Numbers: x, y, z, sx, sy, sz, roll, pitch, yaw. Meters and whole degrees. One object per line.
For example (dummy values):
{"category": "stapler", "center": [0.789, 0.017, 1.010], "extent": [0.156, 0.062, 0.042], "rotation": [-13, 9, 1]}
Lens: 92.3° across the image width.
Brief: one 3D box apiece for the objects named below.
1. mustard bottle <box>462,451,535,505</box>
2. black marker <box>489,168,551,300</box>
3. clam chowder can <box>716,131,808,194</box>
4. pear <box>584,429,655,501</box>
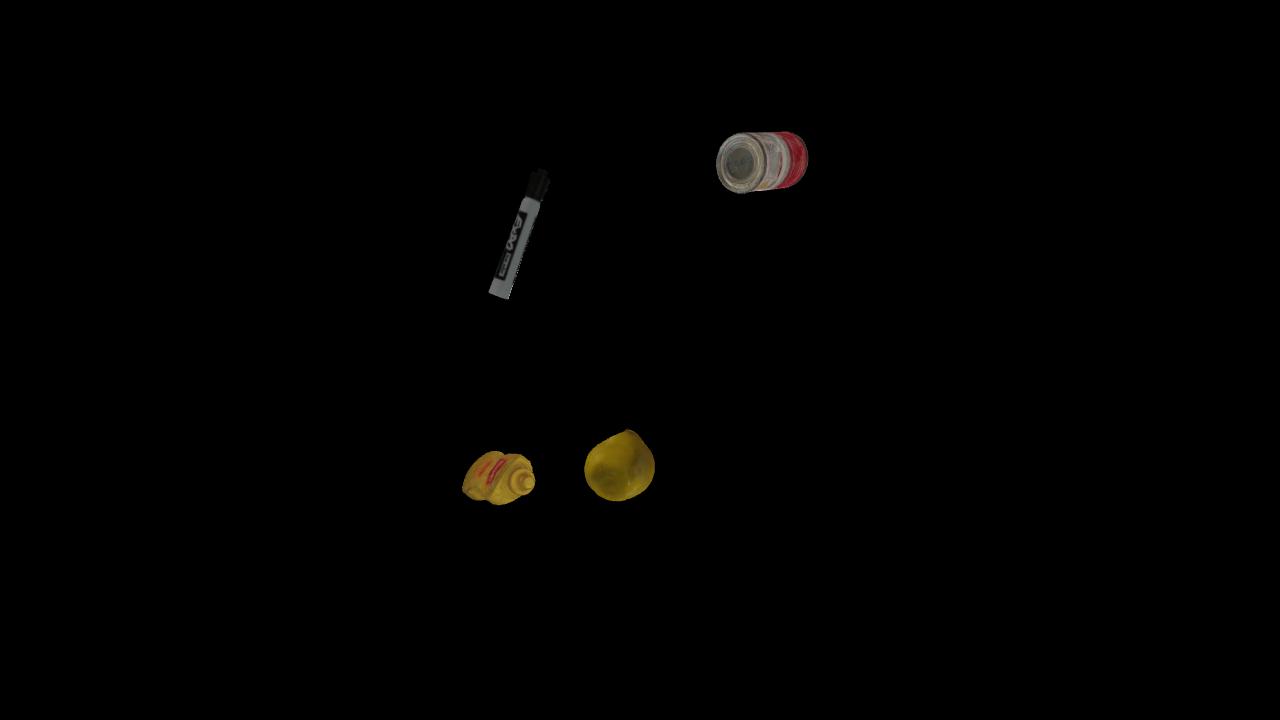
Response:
{"category": "mustard bottle", "center": [-0.221, 0.194, 1.005], "extent": [0.184, 0.054, 0.092], "rotation": [-7, 36, 53]}
{"category": "black marker", "center": [-0.108, -0.114, 0.557], "extent": [0.020, 0.121, 0.020], "rotation": [21, 3, -1]}
{"category": "clam chowder can", "center": [0.145, -0.234, 0.725], "extent": [0.068, 0.068, 0.102], "rotation": [0, 16, 42]}
{"category": "pear", "center": [-0.015, 0.110, 0.711], "extent": [0.080, 0.080, 0.111], "rotation": [0, 28, 22]}
